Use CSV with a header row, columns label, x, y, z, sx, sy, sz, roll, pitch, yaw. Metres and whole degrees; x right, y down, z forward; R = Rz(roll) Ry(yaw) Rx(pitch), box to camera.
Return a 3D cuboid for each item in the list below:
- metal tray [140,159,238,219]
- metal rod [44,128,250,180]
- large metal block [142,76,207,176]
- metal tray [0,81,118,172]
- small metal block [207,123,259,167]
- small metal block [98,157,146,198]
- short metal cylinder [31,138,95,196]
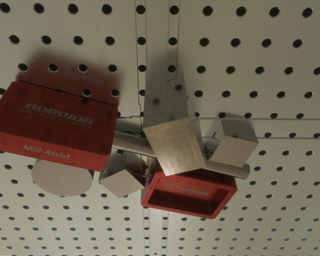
label,x,y,z,sx,sy,sz,roll,pitch,yaw
metal tray,0.044,0.098,0.491,0.131,0.030,0.089,14,129,-12
metal rod,-0.013,0.028,0.435,0.302,0.025,0.025,15,129,-13
large metal block,0.018,-0.002,0.375,0.050,0.080,0.080,-14,129,12
metal tray,-0.120,-0.004,0.363,0.131,0.090,0.030,14,129,-12
small metal block,0.101,0.025,0.433,0.050,0.025,0.050,13,129,-11
small metal block,-0.058,0.077,0.478,0.050,0.025,0.050,-26,126,20
short metal cylinder,-0.132,0.052,0.437,0.081,0.050,0.079,0,130,0
